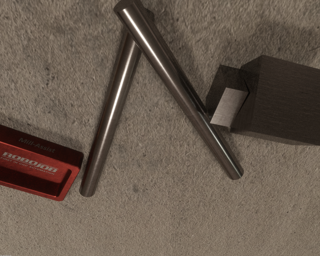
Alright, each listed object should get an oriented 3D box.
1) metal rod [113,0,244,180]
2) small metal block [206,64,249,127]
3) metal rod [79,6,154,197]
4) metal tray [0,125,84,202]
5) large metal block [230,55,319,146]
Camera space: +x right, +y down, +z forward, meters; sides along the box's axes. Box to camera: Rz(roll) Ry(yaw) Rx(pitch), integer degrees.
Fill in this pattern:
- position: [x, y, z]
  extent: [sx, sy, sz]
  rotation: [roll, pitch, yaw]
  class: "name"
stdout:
- position: [0.042, -0.022, 0.370]
  extent: [0.025, 0.025, 0.300]
  rotation: [-23, 133, 18]
  class: "metal rod"
- position: [0.076, -0.038, 0.360]
  extent: [0.025, 0.050, 0.050]
  rotation: [11, 129, -8]
  class: "small metal block"
- position: [-0.066, -0.008, 0.398]
  extent: [0.025, 0.025, 0.298]
  rotation: [15, 129, -13]
  class: "metal rod"
- position: [-0.188, 0.053, 0.446]
  extent: [0.131, 0.030, 0.089]
  rotation: [22, 127, -18]
  class: "metal tray"
- position: [0.131, -0.027, 0.343]
  extent: [0.081, 0.050, 0.080]
  rotation: [11, 85, -10]
  class: "large metal block"
